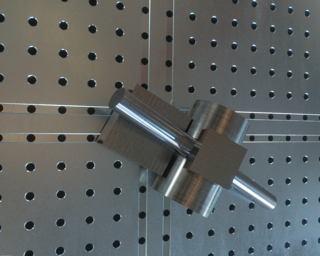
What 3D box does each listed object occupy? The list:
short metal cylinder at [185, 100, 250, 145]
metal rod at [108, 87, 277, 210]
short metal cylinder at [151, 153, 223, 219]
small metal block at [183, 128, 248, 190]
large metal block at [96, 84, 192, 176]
[{"bbox_3d":[0.070,0.004,0.406,0.080,0.080,0.050,29,81,-18],"label":"short metal cylinder"},{"bbox_3d":[0.061,0.041,0.390,0.301,0.025,0.025,34,79,-33],"label":"metal rod"},{"bbox_3d":[0.036,0.073,0.393,0.080,0.080,0.050,31,80,-18],"label":"short metal cylinder"},{"bbox_3d":[0.062,0.035,0.348,0.050,0.025,0.050,29,80,-9],"label":"small metal block"},{"bbox_3d":[-0.021,0.003,0.386,0.080,0.050,0.080,31,80,-18],"label":"large metal block"}]
